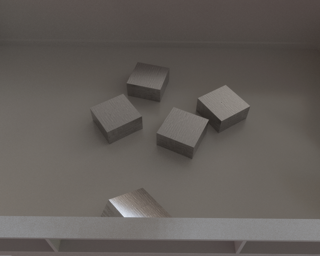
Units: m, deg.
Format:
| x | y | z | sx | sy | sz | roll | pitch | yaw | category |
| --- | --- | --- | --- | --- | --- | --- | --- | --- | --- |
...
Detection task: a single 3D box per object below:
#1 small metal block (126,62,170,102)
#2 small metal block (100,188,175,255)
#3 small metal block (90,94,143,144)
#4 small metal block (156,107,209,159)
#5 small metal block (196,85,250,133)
| x | y | z | sx | sy | sz | roll | pitch | yaw | category |
| --- | --- | --- | --- | --- | --- | --- | --- | --- | --- |
| -0.017 | -0.069 | 0.463 | 0.050 | 0.025 | 0.050 | 13 | 51 | 10 | small metal block |
| -0.022 | 0.092 | 0.313 | 0.050 | 0.025 | 0.050 | 40 | 27 | 28 | small metal block |
| -0.058 | -0.013 | 0.415 | 0.050 | 0.025 | 0.050 | -27 | 55 | -21 | small metal block |
| 0.029 | 0.006 | 0.401 | 0.050 | 0.025 | 0.050 | 21 | 53 | 16 | small metal block |
| 0.086 | -0.027 | 0.429 | 0.050 | 0.025 | 0.050 | -26 | 55 | -21 | small metal block |
